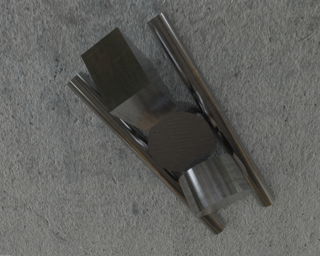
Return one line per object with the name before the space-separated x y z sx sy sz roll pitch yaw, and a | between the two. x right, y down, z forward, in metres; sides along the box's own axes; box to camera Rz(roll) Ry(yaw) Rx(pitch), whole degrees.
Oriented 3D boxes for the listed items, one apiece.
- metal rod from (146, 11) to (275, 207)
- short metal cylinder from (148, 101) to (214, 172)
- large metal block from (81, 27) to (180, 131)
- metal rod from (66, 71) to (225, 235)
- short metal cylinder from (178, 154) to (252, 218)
metal rod | 0.075 -0.012 0.407 0.025 0.025 0.299 -31 108 10
short metal cylinder | 0.025 0.010 0.401 0.081 0.050 0.079 0 110 0
large metal block | -0.031 -0.050 0.346 0.050 0.080 0.080 -35 65 12
metal rod | -0.010 0.044 0.426 0.025 0.025 0.300 -39 106 13
short metal cylinder | 0.071 0.076 0.404 0.080 0.080 0.050 -30 65 10
